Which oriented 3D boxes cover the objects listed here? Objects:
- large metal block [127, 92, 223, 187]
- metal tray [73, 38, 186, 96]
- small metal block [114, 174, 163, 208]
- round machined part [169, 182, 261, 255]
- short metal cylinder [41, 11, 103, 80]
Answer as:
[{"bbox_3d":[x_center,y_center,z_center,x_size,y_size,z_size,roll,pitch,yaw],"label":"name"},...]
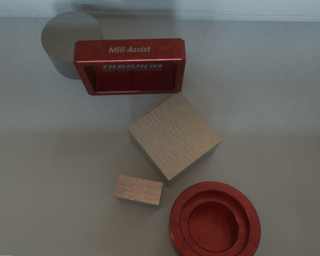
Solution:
[{"bbox_3d":[0.017,0.015,0.391,0.080,0.050,0.080,-36,74,-12],"label":"large metal block"},{"bbox_3d":[-0.036,-0.076,0.402,0.131,0.090,0.030,-2,70,-1],"label":"metal tray"},{"bbox_3d":[-0.024,0.077,0.368,0.050,0.050,0.025,10,71,3],"label":"small metal block"},{"bbox_3d":[0.059,0.114,0.352,0.099,0.042,0.098,1,56,-1],"label":"round machined part"},{"bbox_3d":[-0.118,-0.116,0.437,0.081,0.050,0.080,0,70,0],"label":"short metal cylinder"}]
